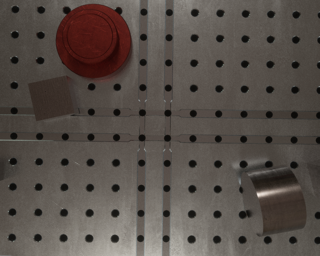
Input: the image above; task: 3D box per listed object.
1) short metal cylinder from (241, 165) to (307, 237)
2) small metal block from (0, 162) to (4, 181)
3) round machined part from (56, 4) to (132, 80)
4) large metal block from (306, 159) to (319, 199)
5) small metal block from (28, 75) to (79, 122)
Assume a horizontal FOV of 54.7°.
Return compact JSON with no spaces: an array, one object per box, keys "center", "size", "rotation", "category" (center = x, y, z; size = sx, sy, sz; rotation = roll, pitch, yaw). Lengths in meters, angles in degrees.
[{"center":[0.139,0.090,0.388],"size":[0.050,0.080,0.080],"rotation":[-10,90,0],"category":"short metal cylinder"},{"center":[-0.239,0.058,0.398],"size":[0.050,0.050,0.025],"rotation":[2,90,-1],"category":"small metal block"},{"center":[-0.087,-0.114,0.404],"size":[0.099,0.042,0.097],"rotation":[0,90,-1],"category":"round machined part"},{"center":[0.248,0.062,0.389],"size":[0.080,0.080,0.050],"rotation":[-15,90,0],"category":"large metal block"},{"center":[-0.140,-0.038,0.412],"size":[0.050,0.025,0.050],"rotation":[-12,90,-1],"category":"small metal block"}]
